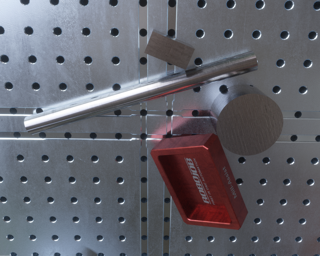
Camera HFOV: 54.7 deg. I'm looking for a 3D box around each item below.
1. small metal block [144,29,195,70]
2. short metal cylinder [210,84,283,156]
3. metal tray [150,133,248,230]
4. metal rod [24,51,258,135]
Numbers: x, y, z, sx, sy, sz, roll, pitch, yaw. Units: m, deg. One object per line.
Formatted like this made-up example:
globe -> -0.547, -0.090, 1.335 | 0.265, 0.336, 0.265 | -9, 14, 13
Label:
small metal block -> 0.011, -0.094, 0.365 | 0.050, 0.050, 0.025 | 21, 109, -8
short metal cylinder -> 0.108, -0.011, 0.397 | 0.081, 0.050, 0.079 | 0, 110, 0
metal tray -> 0.052, 0.073, 0.413 | 0.090, 0.030, 0.129 | -8, 115, 40
metal rod -> -0.028, -0.043, 0.396 | 0.301, 0.025, 0.025 | -16, 110, 5
